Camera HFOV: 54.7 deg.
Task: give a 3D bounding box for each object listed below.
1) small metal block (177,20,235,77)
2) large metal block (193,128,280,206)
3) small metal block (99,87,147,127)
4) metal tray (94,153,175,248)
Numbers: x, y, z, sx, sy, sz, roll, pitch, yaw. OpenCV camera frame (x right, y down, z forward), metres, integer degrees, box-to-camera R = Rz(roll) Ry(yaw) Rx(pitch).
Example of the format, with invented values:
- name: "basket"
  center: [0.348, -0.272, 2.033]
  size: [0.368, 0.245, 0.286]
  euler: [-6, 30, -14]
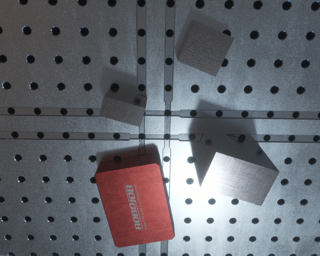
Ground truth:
- name: "small metal block"
  center: [0.054, -0.097, 0.378]
  size: [0.050, 0.025, 0.050]
  euler: [21, 109, -8]
- name: "large metal block"
  center: [0.094, 0.048, 0.403]
  size: [0.080, 0.080, 0.050]
  euler: [18, 109, -7]
- name: "small metal block"
  center: [-0.045, -0.028, 0.389]
  size: [0.050, 0.050, 0.025]
  euler: [16, 109, -6]
- name: "metal tray"
  center: [-0.034, 0.107, 0.450]
  size: [0.091, 0.030, 0.129]
  euler: [-10, 110, 3]
